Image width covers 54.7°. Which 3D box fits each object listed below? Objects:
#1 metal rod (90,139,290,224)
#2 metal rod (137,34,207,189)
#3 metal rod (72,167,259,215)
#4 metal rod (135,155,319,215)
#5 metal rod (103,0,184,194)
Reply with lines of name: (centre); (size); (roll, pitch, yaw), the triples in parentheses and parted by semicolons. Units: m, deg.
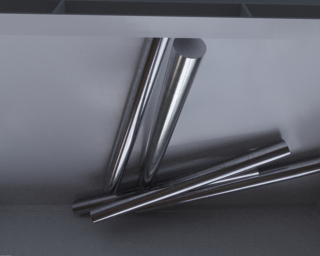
metal rod: (0.039, 0.081, 0.455); (0.301, 0.025, 0.025); (-21, 128, 7)
metal rod: (-0.001, 0.012, 0.355); (0.025, 0.025, 0.298); (7, 150, -6)
metal rod: (0.002, 0.097, 0.491); (0.301, 0.025, 0.025); (-15, 129, 11)
metal rod: (0.102, 0.093, 0.489); (0.301, 0.025, 0.025); (-17, 128, 13)
metal rod: (-0.033, -0.015, 0.395); (0.025, 0.025, 0.298); (13, 129, -12)
